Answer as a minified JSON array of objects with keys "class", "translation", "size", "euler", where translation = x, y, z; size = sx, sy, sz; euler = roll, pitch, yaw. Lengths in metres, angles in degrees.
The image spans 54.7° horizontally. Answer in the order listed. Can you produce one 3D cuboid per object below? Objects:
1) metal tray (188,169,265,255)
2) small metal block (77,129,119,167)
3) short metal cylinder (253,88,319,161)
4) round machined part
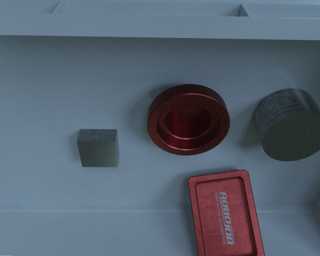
[{"class":"metal tray","translation":[0.095,0.133,0.458],"size":[0.090,0.129,0.030],"euler":[-9,164,7]},{"class":"small metal block","translation":[-0.084,0.028,0.432],"size":[0.050,0.025,0.050],"euler":[1,130,-1]},{"class":"short metal cylinder","translation":[0.164,-0.003,0.393],"size":[0.081,0.050,0.079],"euler":[0,130,0]},{"class":"round machined part","translation":[0.034,-0.014,0.386],"size":[0.099,0.042,0.097],"euler":[-1,130,0]}]
